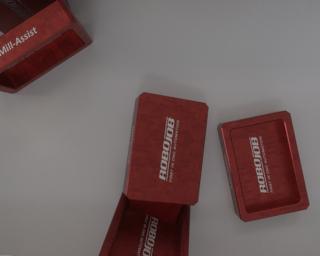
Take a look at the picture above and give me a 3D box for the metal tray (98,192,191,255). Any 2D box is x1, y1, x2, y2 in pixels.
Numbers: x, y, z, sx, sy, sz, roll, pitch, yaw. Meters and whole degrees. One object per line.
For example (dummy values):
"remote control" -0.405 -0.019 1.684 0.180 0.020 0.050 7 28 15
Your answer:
"metal tray" -0.014 0.126 0.358 0.090 0.130 0.030 15 116 0

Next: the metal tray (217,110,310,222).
"metal tray" 0.135 0.049 0.409 0.091 0.030 0.129 -12 90 0

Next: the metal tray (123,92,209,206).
"metal tray" 0.008 0.027 0.392 0.091 0.030 0.129 9 84 -14

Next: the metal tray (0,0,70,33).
"metal tray" -0.166 -0.151 0.357 0.090 0.130 0.030 -19 90 0

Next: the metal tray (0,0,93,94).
"metal tray" -0.153 -0.093 0.377 0.130 0.090 0.030 -33 90 0
